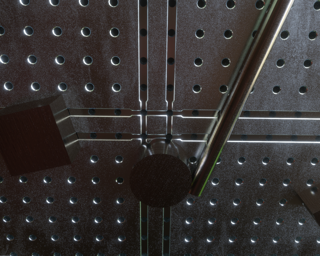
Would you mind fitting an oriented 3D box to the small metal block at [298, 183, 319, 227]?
[{"bbox_3d":[0.235,0.105,0.441,0.050,0.050,0.025,-30,108,10],"label":"small metal block"}]

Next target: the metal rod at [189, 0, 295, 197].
[{"bbox_3d":[0.100,-0.040,0.399,0.025,0.025,0.298,19,109,-7],"label":"metal rod"}]

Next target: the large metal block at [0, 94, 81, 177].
[{"bbox_3d":[-0.159,0.009,0.402,0.080,0.050,0.080,-13,110,4],"label":"large metal block"}]

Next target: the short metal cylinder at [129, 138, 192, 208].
[{"bbox_3d":[0.001,0.061,0.422,0.081,0.050,0.079,0,110,0],"label":"short metal cylinder"}]
